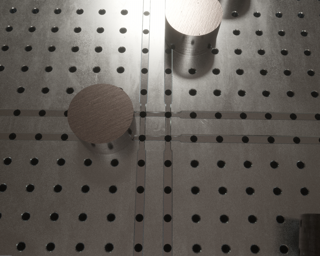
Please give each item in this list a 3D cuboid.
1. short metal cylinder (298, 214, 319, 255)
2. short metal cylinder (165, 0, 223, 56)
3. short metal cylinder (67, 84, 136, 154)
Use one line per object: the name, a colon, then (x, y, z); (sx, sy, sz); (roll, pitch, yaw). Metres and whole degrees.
short metal cylinder: (0.196, 0.127, 0.339); (0.080, 0.080, 0.050); (10, 71, 3)
short metal cylinder: (0.047, -0.154, 0.455); (0.081, 0.050, 0.080); (0, 70, 0)
short metal cylinder: (-0.073, -0.010, 0.401); (0.081, 0.050, 0.080); (0, 70, -1)
